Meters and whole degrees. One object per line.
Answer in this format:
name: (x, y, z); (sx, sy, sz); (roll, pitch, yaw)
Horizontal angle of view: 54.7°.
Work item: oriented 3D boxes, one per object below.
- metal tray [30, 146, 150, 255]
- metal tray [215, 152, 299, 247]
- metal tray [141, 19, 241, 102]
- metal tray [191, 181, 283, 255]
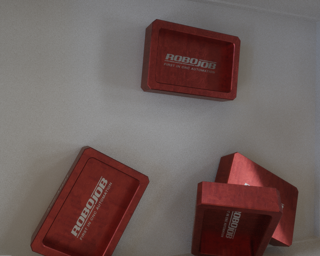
metal tray: (-0.083, 0.098, 0.377); (0.090, 0.030, 0.130); (31, 80, -18)
metal tray: (0.137, 0.103, 0.444); (0.131, 0.030, 0.090); (30, 61, -18)
metal tray: (0.044, -0.088, 0.423); (0.131, 0.030, 0.089); (5, 88, -20)
metal tray: (0.087, 0.119, 0.380); (0.090, 0.129, 0.030); (4, 44, 6)
